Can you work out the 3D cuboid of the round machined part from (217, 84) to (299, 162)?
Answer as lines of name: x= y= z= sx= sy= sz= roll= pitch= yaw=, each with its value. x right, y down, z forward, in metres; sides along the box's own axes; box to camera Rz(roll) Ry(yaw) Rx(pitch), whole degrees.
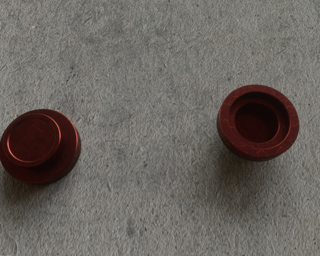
round machined part: x=0.122 y=-0.004 z=0.401 sx=0.099 sy=0.042 sz=0.098 roll=0 pitch=70 yaw=0

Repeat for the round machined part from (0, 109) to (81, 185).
round machined part: x=-0.154 y=0.020 z=0.391 sx=0.099 sy=0.042 sz=0.098 roll=0 pitch=70 yaw=0
